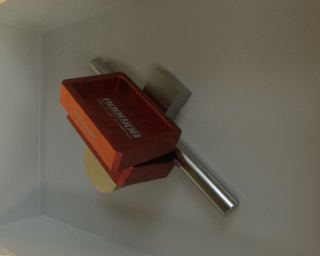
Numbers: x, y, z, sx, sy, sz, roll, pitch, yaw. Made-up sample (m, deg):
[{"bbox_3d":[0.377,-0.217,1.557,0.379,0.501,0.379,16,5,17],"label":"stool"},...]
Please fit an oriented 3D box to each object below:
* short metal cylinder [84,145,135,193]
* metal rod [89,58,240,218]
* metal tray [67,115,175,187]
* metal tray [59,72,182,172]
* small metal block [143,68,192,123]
[{"bbox_3d":[-0.061,0.044,0.430,0.080,0.050,0.079,10,104,44],"label":"short metal cylinder"},{"bbox_3d":[-0.011,-0.005,0.414,0.300,0.025,0.025,46,118,29],"label":"metal rod"},{"bbox_3d":[-0.050,0.013,0.401,0.130,0.091,0.030,47,118,29],"label":"metal tray"},{"bbox_3d":[-0.049,-0.015,0.368,0.130,0.091,0.030,47,135,29],"label":"metal tray"},{"bbox_3d":[0.005,-0.041,0.399,0.050,0.025,0.050,48,118,29],"label":"small metal block"}]
